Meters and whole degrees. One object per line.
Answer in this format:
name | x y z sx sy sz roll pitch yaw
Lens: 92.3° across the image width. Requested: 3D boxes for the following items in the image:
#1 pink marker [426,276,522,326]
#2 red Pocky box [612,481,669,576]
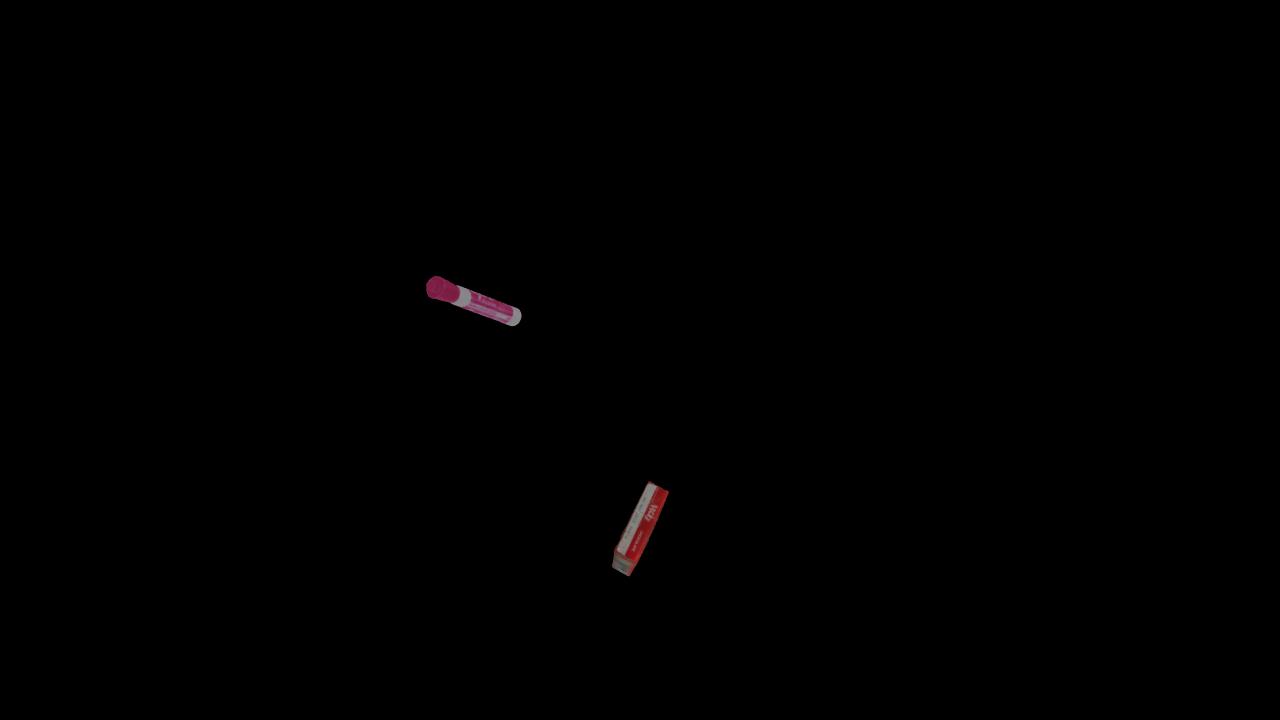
pink marker | -0.146 -0.051 0.548 0.020 0.020 0.121 0 -8 22
red Pocky box | -0.001 0.196 0.701 0.028 0.083 0.155 24 -24 7
